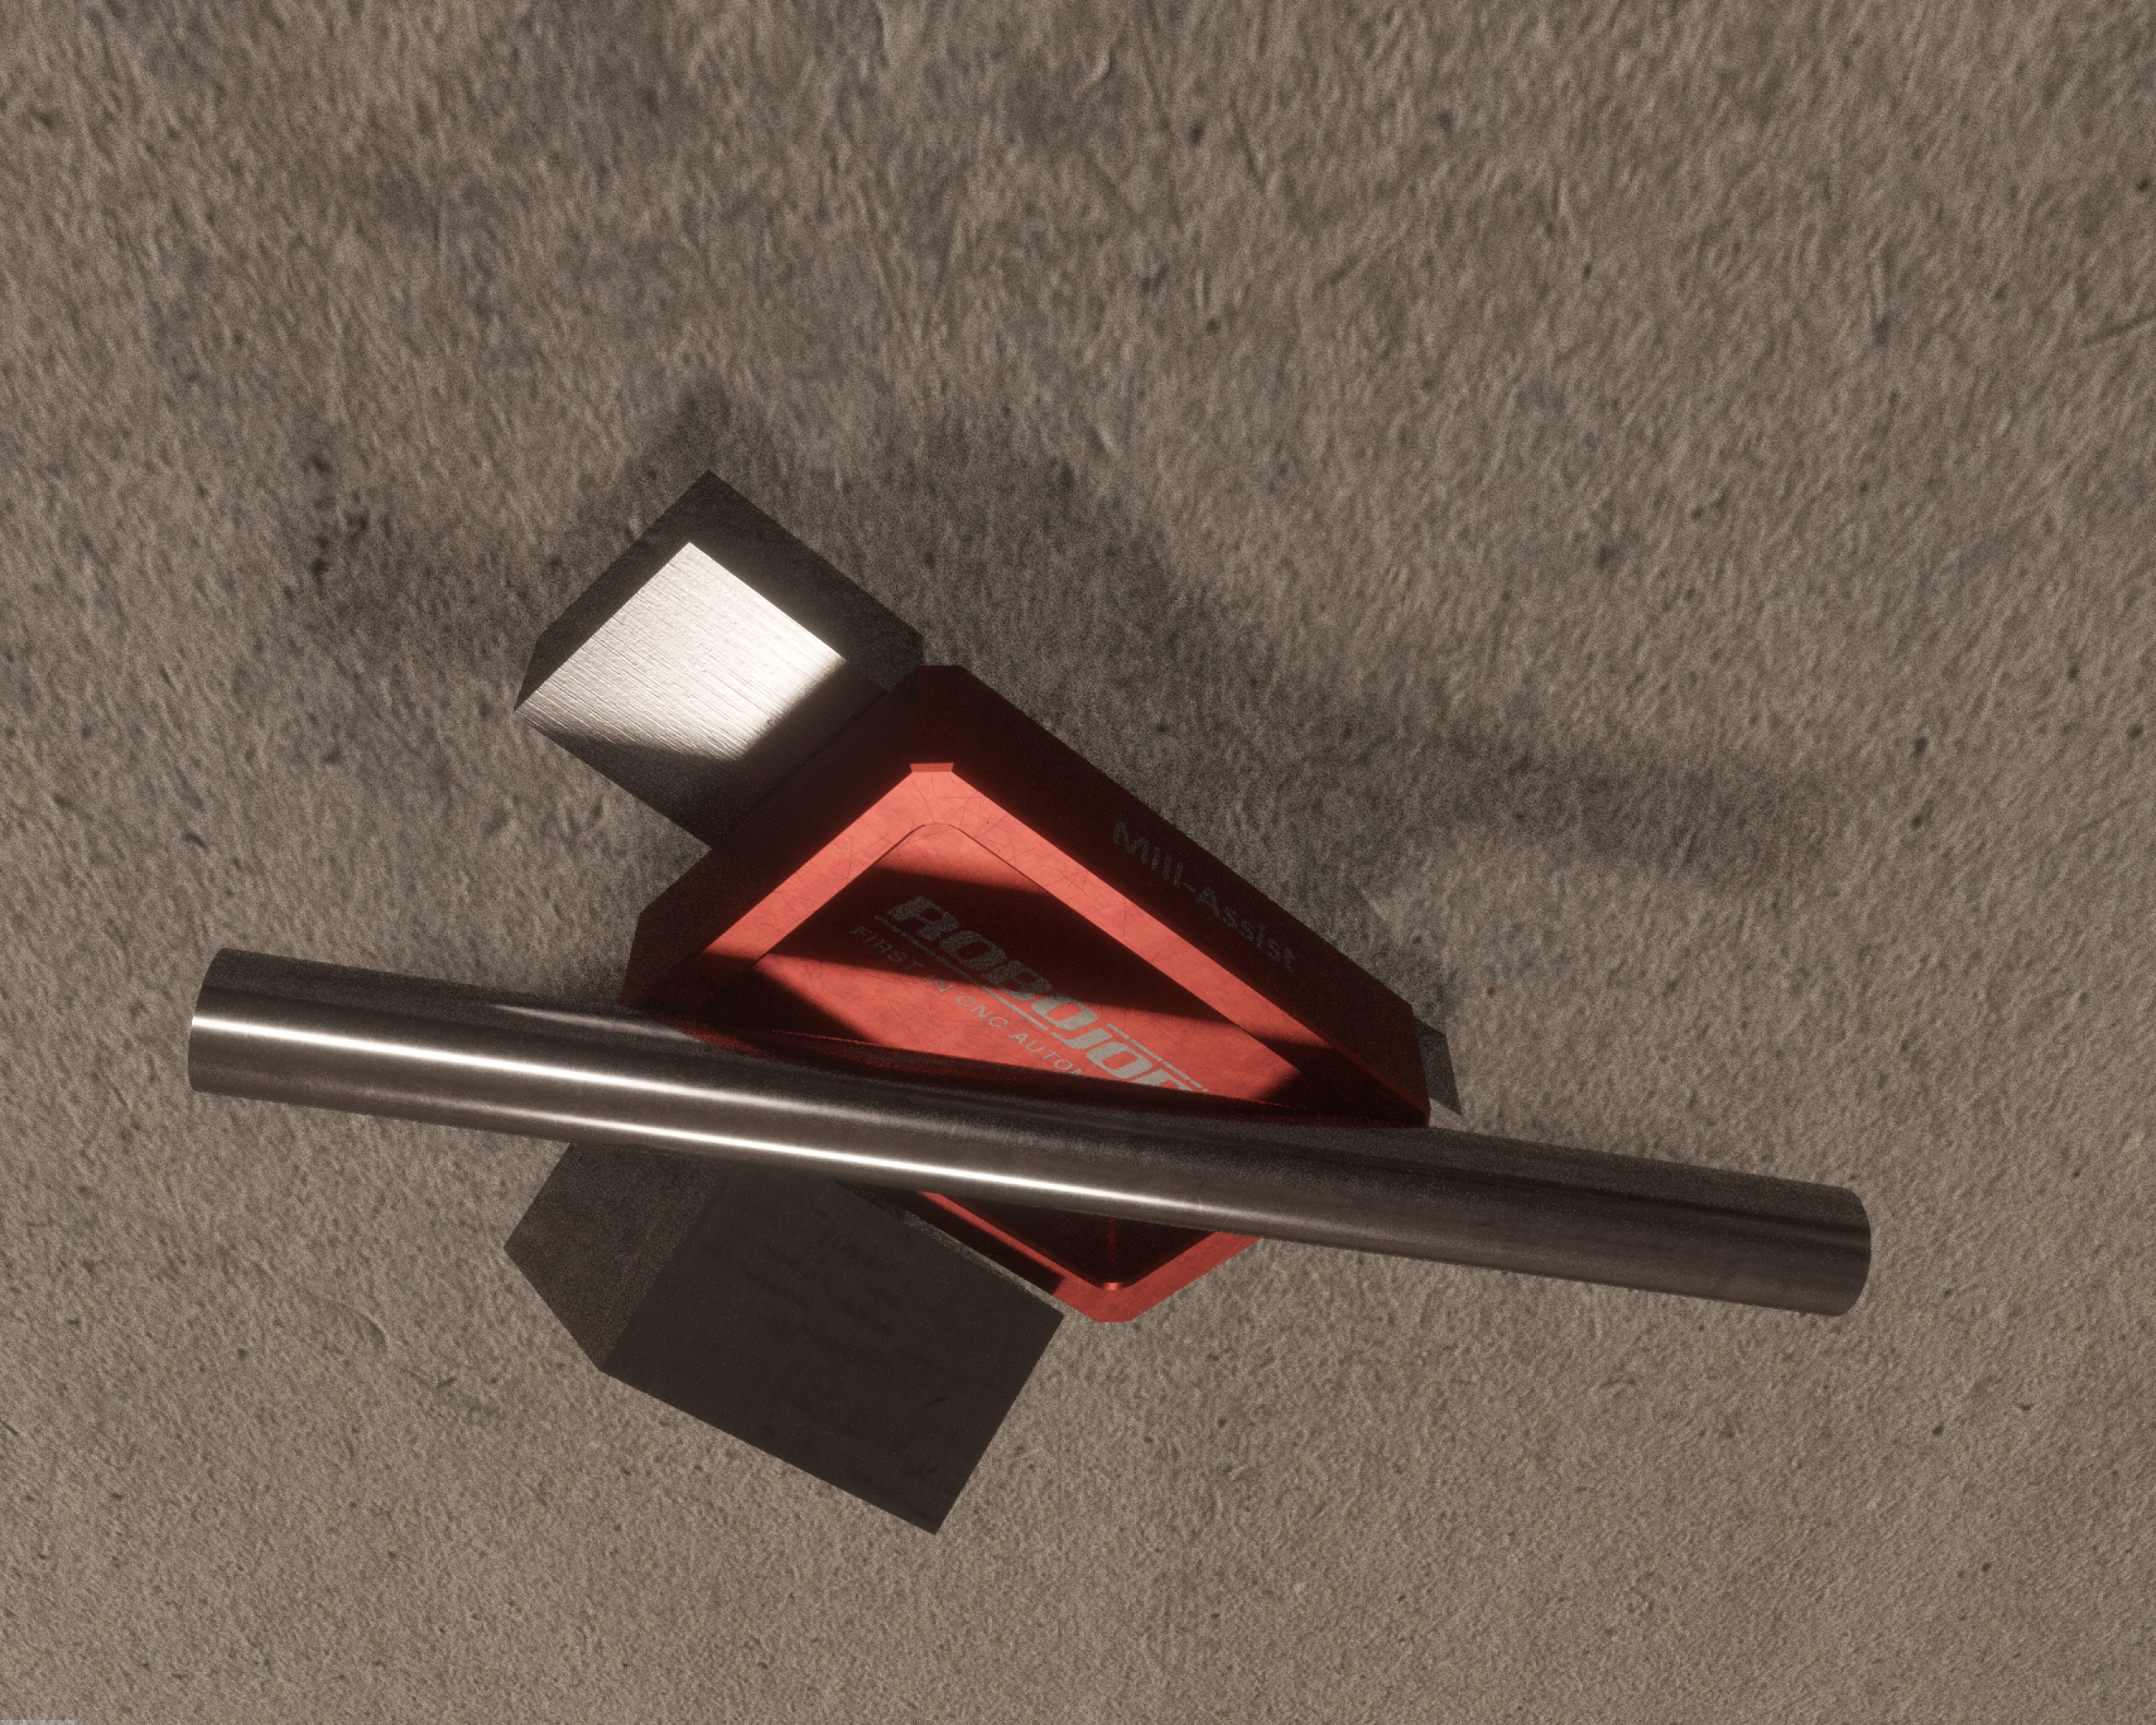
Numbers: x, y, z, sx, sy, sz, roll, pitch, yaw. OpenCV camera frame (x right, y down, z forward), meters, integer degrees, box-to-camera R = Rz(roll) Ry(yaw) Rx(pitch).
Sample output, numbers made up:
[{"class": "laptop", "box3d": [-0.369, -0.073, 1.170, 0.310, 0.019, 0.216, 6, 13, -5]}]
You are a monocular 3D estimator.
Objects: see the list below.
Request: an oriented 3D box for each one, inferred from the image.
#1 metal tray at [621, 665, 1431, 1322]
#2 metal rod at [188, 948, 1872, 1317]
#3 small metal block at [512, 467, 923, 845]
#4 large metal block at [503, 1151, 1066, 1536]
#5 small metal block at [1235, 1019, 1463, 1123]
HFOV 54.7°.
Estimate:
[{"class": "metal tray", "box3d": [-0.008, 0.031, 0.398, 0.130, 0.030, 0.090, 36, 121, -27]}, {"class": "metal rod", "box3d": [-0.001, 0.051, 0.380, 0.302, 0.025, 0.025, 9, 130, -9]}, {"class": "small metal block", "box3d": [-0.064, -0.034, 0.378, 0.050, 0.025, 0.050, -38, 121, 27]}, {"class": "large metal block", "box3d": [-0.063, 0.087, 0.435, 0.080, 0.080, 0.050, 36, 80, -27]}, {"class": "small metal block", "box3d": [0.046, 0.049, 0.451, 0.050, 0.025, 0.050, 31, 123, -24]}]
